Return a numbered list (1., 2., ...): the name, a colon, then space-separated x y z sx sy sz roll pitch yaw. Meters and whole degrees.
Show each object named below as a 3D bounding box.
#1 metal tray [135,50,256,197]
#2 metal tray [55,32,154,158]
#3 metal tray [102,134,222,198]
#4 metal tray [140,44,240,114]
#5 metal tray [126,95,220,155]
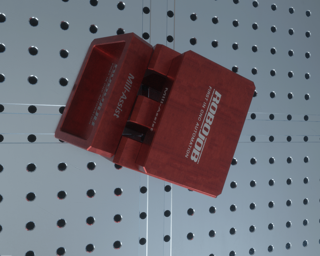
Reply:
1. metal tray: 0.039 -0.004 0.327 0.090 0.030 0.130 22 83 -19
2. metal tray: -0.066 -0.039 0.351 0.030 0.090 0.130 26 81 -40
3. metal tray: 0.000 0.044 0.377 0.131 0.090 0.030 22 83 -19
4. metal tray: 0.036 -0.055 0.390 0.131 0.090 0.030 22 84 -18
5. metal tray: 0.016 0.001 0.382 0.131 0.090 0.030 21 82 -20
